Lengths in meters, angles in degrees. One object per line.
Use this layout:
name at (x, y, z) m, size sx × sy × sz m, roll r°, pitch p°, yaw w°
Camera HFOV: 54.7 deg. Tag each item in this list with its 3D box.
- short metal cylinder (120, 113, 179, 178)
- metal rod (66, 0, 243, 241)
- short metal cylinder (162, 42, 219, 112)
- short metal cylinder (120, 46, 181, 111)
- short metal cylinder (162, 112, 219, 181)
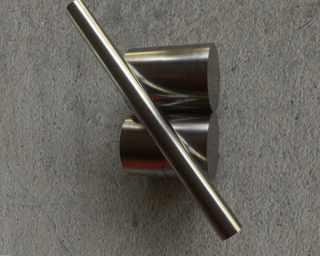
short metal cylinder at (-0.009, 0.021, 0.384) m, size 0.050 × 0.080 × 0.079 m, roll 1°, pitch 90°, yaw 20°
metal rod at (-0.014, -0.018, 0.330) m, size 0.025 × 0.025 × 0.299 m, roll -38°, pitch 78°, yaw 16°
short metal cylinder at (0.039, -0.059, 0.367) m, size 0.050 × 0.080 × 0.079 m, roll 1°, pitch 90°, yaw 20°
short metal cylinder at (-0.008, -0.060, 0.384) m, size 0.050 × 0.080 × 0.079 m, roll 1°, pitch 90°, yaw 20°
short metal cylinder at (0.039, 0.021, 0.367) m, size 0.050 × 0.080 × 0.079 m, roll 1°, pitch 90°, yaw 20°
